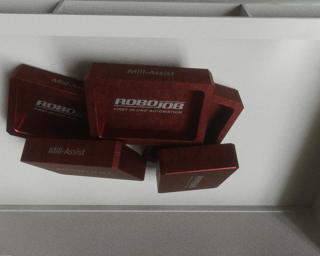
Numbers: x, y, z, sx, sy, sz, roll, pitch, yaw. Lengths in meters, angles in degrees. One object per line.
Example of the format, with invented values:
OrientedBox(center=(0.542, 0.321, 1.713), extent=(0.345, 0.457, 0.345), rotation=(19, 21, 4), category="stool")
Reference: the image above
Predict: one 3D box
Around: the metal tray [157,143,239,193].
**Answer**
OrientedBox(center=(0.042, 0.058, 0.411), extent=(0.091, 0.030, 0.130), rotation=(-5, 159, -4), category="metal tray")

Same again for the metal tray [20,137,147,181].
OrientedBox(center=(-0.093, 0.041, 0.392), extent=(0.130, 0.030, 0.090), rotation=(1, 162, 19), category="metal tray")

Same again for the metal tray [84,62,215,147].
OrientedBox(center=(-0.012, -0.023, 0.344), extent=(0.131, 0.030, 0.089), rotation=(3, 130, -3), category="metal tray")

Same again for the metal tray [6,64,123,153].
OrientedBox(center=(-0.116, -0.017, 0.385), extent=(0.131, 0.030, 0.089), rotation=(15, 129, -13), category="metal tray")

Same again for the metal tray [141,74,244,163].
OrientedBox(center=(0.037, -0.001, 0.403), extent=(0.091, 0.030, 0.129), rotation=(15, 129, -13), category="metal tray")
